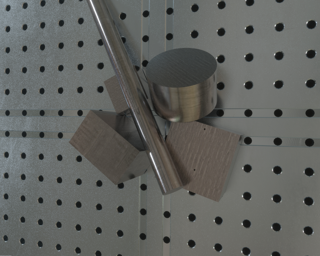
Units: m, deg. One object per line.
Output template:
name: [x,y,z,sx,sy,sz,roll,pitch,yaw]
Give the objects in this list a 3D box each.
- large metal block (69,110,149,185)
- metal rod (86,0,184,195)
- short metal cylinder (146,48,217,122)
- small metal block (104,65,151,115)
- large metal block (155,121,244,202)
large metal block: [-0.054,0.022,0.401,0.080,0.080,0.050,39,102,15]
metal rod: [-0.040,-0.060,0.394,0.025,0.025,0.299,-29,69,17]
short metal cylinder: [0.027,-0.052,0.366,0.080,0.080,0.050,9,137,19]
small metal block: [-0.042,-0.051,0.427,0.050,0.025,0.050,-25,82,18]
large metal block: [0.050,0.034,0.381,0.080,0.050,0.080,19,96,18]
